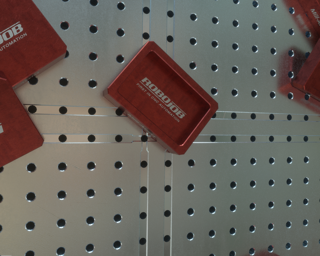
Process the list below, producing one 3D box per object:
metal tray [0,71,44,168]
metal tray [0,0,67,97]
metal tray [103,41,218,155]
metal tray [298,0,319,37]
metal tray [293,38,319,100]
[{"bbox_3d":[-0.201,0.008,0.315,0.131,0.030,0.090,-30,128,-18],"label":"metal tray"},{"bbox_3d":[-0.183,-0.086,0.342,0.130,0.030,0.090,-39,103,-16],"label":"metal tray"},{"bbox_3d":[0.004,-0.037,0.410,0.130,0.030,0.090,41,77,-15],"label":"metal tray"},{"bbox_3d":[0.292,-0.202,0.517,0.090,0.030,0.130,-41,103,-15],"label":"metal tray"},{"bbox_3d":[0.293,-0.080,0.501,0.131,0.030,0.090,23,103,-19],"label":"metal tray"}]
